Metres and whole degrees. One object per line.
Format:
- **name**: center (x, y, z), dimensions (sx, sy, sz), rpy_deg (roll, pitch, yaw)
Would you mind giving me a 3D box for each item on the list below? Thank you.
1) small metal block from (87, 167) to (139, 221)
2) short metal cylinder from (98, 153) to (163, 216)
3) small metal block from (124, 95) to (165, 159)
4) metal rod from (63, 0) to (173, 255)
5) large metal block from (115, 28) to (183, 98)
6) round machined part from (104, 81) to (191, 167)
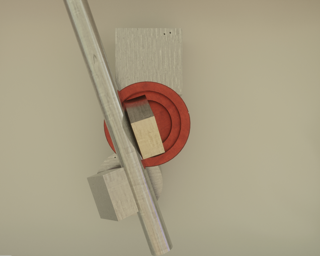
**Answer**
- **small metal block**: center (-0.054, 0.073, 0.345), dimensions (0.025, 0.050, 0.050), rpy_deg (-19, 90, -34)
- **short metal cylinder**: center (-0.037, 0.066, 0.398), dimensions (0.081, 0.050, 0.079), rpy_deg (0, 90, -1)
- **small metal block**: center (-0.018, -0.002, 0.349), dimensions (0.025, 0.050, 0.050), rpy_deg (-19, 125, -4)
- **metal rod**: center (-0.047, -0.007, 0.340), dimensions (0.025, 0.025, 0.298), rpy_deg (-19, 90, 0)
- **large metal block**: center (-0.013, -0.080, 0.396), dimensions (0.081, 0.050, 0.079), rpy_deg (0, 90, -1)
- **round machined part**: center (-0.014, -0.005, 0.372), dimensions (0.099, 0.042, 0.097), rpy_deg (0, 90, -1)
